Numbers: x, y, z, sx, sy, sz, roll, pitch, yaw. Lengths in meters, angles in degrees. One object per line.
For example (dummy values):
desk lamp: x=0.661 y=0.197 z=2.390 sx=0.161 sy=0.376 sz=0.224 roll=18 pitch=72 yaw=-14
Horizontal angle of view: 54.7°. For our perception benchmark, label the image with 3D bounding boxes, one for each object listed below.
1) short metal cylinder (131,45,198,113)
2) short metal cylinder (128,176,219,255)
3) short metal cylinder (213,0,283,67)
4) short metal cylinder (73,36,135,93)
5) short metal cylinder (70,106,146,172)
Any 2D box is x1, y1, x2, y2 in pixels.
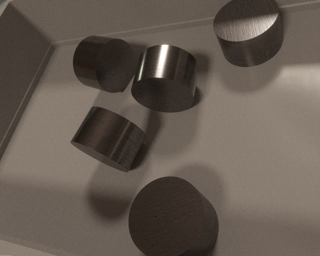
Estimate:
short metal cylinder: x=0.007 y=-0.062 z=0.403 sx=0.080 sy=0.080 sz=0.050 roll=-3 pitch=60 yaw=26
short metal cylinder: x=0.015 y=0.097 z=0.322 sx=0.080 sy=0.050 sz=0.080 roll=-13 pitch=56 yaw=20
short metal cylinder: x=0.116 y=-0.127 z=0.406 sx=0.080 sy=0.050 sz=0.080 roll=-13 pitch=56 yaw=20
short metal cylinder: x=-0.084 y=-0.098 z=0.472 sx=0.050 sy=0.080 sz=0.080 roll=19 pitch=72 yaw=35
short metal cylinder: x=-0.064 y=0.015 z=0.393 sx=0.080 sy=0.080 sz=0.050 roll=16 pitch=70 yaw=34
